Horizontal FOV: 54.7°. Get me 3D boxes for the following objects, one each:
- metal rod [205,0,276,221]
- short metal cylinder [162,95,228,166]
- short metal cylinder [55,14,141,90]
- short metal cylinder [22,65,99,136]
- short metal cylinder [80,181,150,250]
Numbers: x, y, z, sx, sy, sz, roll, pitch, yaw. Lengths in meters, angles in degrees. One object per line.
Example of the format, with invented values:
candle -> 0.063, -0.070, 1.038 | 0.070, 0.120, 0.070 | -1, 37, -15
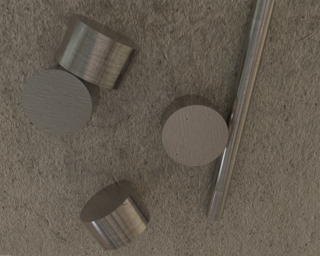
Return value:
metal rod -> 0.100, -0.009, 0.407 | 0.025, 0.025, 0.298 | 7, 110, -3
short metal cylinder -> 0.042, 0.002, 0.397 | 0.081, 0.050, 0.079 | 0, 110, 0
short metal cylinder -> -0.068, -0.085, 0.348 | 0.080, 0.080, 0.050 | 27, 108, -10
short metal cylinder -> -0.119, -0.037, 0.382 | 0.081, 0.050, 0.079 | 0, 110, 0
short metal cylinder -> -0.061, 0.118, 0.423 | 0.080, 0.080, 0.050 | -26, 108, 9
